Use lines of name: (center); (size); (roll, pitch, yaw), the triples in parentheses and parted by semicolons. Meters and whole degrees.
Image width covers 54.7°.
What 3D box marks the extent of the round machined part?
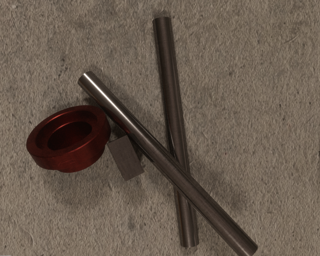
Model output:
round machined part: (-0.107, 0.017, 0.382); (0.099, 0.098, 0.042); (-16, 126, -1)

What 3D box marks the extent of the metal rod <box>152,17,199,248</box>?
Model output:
metal rod: (0.021, 0.005, 0.410); (0.025, 0.025, 0.298); (-7, 90, 0)

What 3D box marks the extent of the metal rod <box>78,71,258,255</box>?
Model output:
metal rod: (0.004, 0.041, 0.388); (0.025, 0.025, 0.300); (-44, 82, 0)

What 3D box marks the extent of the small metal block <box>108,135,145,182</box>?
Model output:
small metal block: (-0.045, 0.037, 0.394); (0.025, 0.050, 0.050); (-26, 93, -12)
